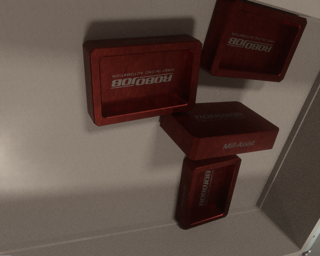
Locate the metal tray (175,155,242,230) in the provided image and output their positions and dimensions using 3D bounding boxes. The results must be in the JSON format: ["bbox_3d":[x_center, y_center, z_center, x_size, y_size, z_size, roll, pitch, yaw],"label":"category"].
[{"bbox_3d":[0.078,0.102,0.513,0.091,0.030,0.129,-9,123,-24],"label":"metal tray"}]

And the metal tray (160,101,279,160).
[{"bbox_3d":[0.077,-0.001,0.409,0.131,0.090,0.030,-5,121,-26],"label":"metal tray"}]

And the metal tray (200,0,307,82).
[{"bbox_3d":[0.122,-0.111,0.405,0.131,0.030,0.089,0,119,-29],"label":"metal tray"}]

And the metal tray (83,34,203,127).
[{"bbox_3d":[-0.018,-0.057,0.361,0.131,0.030,0.089,-11,123,-23],"label":"metal tray"}]
